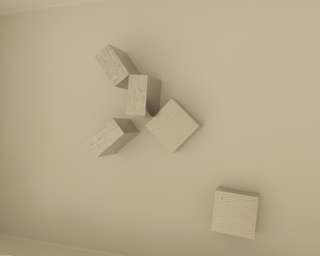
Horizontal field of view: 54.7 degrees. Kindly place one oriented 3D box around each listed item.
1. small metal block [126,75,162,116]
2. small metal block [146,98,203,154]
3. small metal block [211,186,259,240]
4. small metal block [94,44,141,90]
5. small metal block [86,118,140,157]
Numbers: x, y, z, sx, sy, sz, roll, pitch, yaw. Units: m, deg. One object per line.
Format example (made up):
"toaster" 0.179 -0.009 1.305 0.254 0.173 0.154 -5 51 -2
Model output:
"small metal block" -0.020 -0.041 0.403 0.025 0.050 0.050 5 92 20
"small metal block" 0.019 -0.003 0.403 0.050 0.025 0.050 -46 76 14
"small metal block" 0.092 0.102 0.378 0.050 0.025 0.050 6 92 19
"small metal block" -0.053 -0.080 0.415 0.025 0.050 0.050 -38 78 16
"small metal block" -0.062 0.012 0.418 0.050 0.050 0.025 -41 78 15
